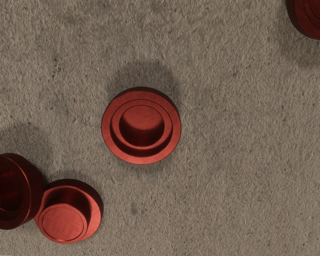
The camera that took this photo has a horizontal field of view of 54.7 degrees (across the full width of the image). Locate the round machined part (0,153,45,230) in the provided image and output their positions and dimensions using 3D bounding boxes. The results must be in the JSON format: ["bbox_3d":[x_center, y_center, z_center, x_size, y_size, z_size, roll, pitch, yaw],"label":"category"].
[{"bbox_3d":[-0.197,0.081,0.415,0.098,0.042,0.097,2,95,20],"label":"round machined part"}]

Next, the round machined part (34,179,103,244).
[{"bbox_3d":[-0.134,0.126,0.445,0.099,0.042,0.097,0,110,-1],"label":"round machined part"}]

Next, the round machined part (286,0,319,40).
[{"bbox_3d":[0.191,-0.149,0.349,0.099,0.042,0.097,0,110,-1],"label":"round machined part"}]

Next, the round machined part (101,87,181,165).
[{"bbox_3d":[-0.023,-0.006,0.398,0.099,0.042,0.097,0,110,-1],"label":"round machined part"}]
